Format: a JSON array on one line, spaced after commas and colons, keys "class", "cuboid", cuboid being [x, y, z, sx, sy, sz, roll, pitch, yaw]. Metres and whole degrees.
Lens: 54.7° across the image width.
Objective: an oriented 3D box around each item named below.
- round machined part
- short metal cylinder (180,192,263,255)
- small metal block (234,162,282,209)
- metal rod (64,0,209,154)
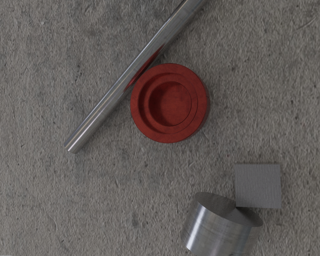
[{"class": "round machined part", "cuboid": [0.016, -0.030, 0.394, 0.098, 0.042, 0.097, 0, 90, 20]}, {"class": "short metal cylinder", "cuboid": [0.070, 0.114, 0.355, 0.080, 0.080, 0.050, 22, 97, 18]}, {"class": "small metal block", "cuboid": [0.116, 0.067, 0.368, 0.050, 0.025, 0.050, -2, 89, 20]}, {"class": "metal rod", "cuboid": [-0.032, -0.078, 0.420, 0.025, 0.025, 0.299, 46, 104, 14]}]
